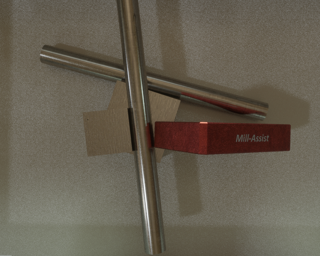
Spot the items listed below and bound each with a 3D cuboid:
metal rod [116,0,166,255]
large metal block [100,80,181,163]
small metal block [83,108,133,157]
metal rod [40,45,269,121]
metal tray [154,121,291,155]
[{"bbox_3d":[-0.022,-0.006,0.360,0.025,0.025,0.298,-6,90,0],"label":"metal rod"},{"bbox_3d":[-0.026,-0.008,0.397,0.080,0.050,0.080,18,90,-1],"label":"large metal block"},{"bbox_3d":[-0.059,0.005,0.359,0.050,0.025,0.050,-6,90,-1],"label":"small metal block"},{"bbox_3d":[-0.007,-0.060,0.410,0.302,0.025,0.025,15,90,-1],"label":"metal rod"},{"bbox_3d":[0.071,0.009,0.352,0.131,0.090,0.030,1,91,-32],"label":"metal tray"}]
